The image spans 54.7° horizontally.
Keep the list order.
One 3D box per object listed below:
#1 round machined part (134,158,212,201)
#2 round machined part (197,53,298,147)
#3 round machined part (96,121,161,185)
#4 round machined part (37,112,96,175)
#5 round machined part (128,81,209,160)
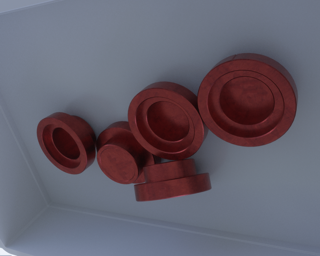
[{"bbox_3d":[0.015,0.066,0.403,0.098,0.099,0.042,-15,79,34],"label":"round machined part"},{"bbox_3d":[0.093,-0.032,0.328,0.098,0.042,0.097,13,124,20],"label":"round machined part"},{"bbox_3d":[-0.052,0.043,0.450,0.098,0.042,0.097,13,124,20],"label":"round machined part"},{"bbox_3d":[-0.137,0.019,0.476,0.098,0.042,0.097,16,124,25],"label":"round machined part"},{"bbox_3d":[0.013,-0.012,0.382,0.098,0.042,0.097,14,125,21],"label":"round machined part"}]
